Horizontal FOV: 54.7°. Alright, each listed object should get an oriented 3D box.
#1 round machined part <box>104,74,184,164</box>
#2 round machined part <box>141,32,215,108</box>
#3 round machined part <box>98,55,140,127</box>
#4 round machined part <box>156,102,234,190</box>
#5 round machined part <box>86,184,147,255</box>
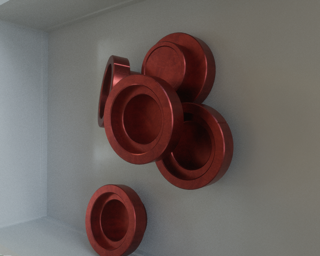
[{"bbox_3d":[-0.014,-0.010,0.349,0.098,0.042,0.097,2,94,36],"label":"round machined part"},{"bbox_3d":[0.015,-0.069,0.383,0.098,0.042,0.097,0,90,40],"label":"round machined part"},{"bbox_3d":[-0.054,-0.046,0.422,0.098,0.042,0.097,-171,89,-71],"label":"round machined part"},{"bbox_3d":[0.041,0.020,0.361,0.098,0.042,0.097,1,91,39],"label":"round machined part"},{"bbox_3d":[-0.057,0.129,0.436,0.098,0.042,0.098,-9,75,37],"label":"round machined part"}]
